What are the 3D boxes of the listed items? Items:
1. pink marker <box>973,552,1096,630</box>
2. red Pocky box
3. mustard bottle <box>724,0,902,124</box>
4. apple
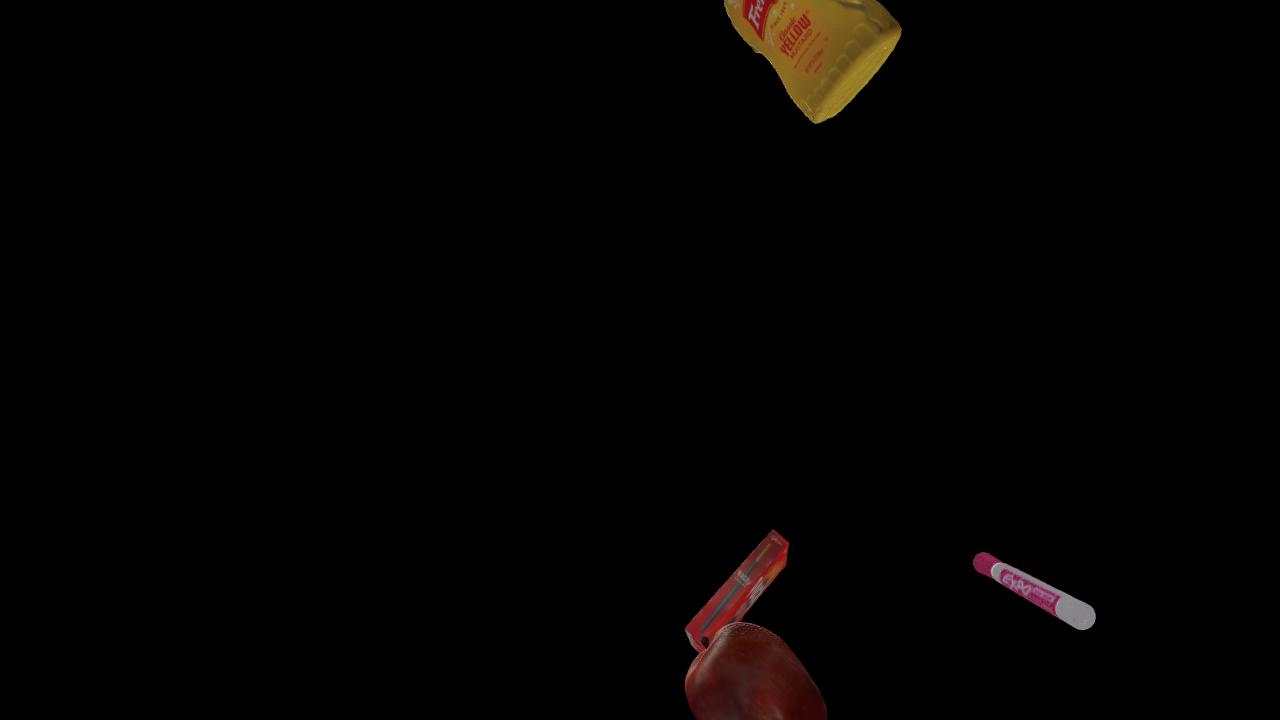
[{"bbox_3d":[0.303,0.177,0.483,0.020,0.020,0.121,0,0,-2],"label":"pink marker"},{"bbox_3d":[0.117,0.274,0.721,0.028,0.155,0.083,36,-22,32],"label":"red Pocky box"},{"bbox_3d":[0.113,-0.285,0.483,0.054,0.184,0.092,-32,-10,-25],"label":"mustard bottle"},{"bbox_3d":[0.075,0.221,0.410,0.093,0.079,0.079,39,10,12],"label":"apple"}]
